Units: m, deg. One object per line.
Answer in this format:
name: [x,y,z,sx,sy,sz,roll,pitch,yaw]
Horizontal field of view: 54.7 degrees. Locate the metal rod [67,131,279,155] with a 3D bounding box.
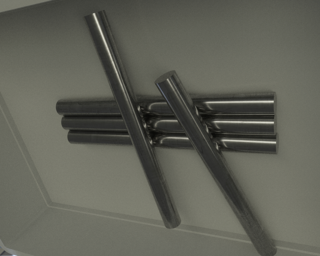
metal rod: [-0.002,0.015,0.416,0.301,0.025,0.025,1,119,27]

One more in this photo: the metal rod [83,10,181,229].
metal rod: [-0.027,0.007,0.391,0.025,0.025,0.298,-5,116,30]

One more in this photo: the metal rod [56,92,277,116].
metal rod: [-0.012,-0.028,0.395,0.301,0.025,0.025,1,119,27]

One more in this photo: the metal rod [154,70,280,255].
metal rod: [0.080,0.063,0.377,0.025,0.025,0.299,-17,117,34]

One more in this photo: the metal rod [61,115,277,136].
metal rod: [-0.008,-0.007,0.406,0.301,0.025,0.025,1,119,27]
